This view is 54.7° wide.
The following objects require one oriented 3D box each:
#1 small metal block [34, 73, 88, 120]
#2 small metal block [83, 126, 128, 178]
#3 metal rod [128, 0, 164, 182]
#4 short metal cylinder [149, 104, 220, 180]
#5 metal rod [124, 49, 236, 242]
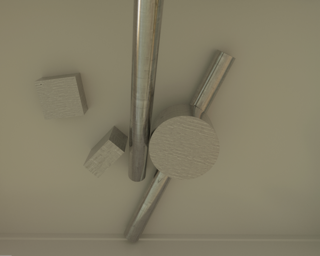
[{"bbox_3d":[-0.124,-0.041,0.395,0.050,0.025,0.050,-7,110,2],"label":"small metal block"},{"bbox_3d":[-0.070,0.030,0.408,0.025,0.050,0.050,42,105,-14],"label":"small metal block"},{"bbox_3d":[-0.019,-0.037,0.330,0.025,0.025,0.298,5,136,-2],"label":"metal rod"},{"bbox_3d":[0.028,0.016,0.377,0.081,0.050,0.079,0,109,1],"label":"short metal cylinder"},{"bbox_3d":[0.019,0.037,0.425,0.025,0.025,0.298,23,108,-9],"label":"metal rod"}]
